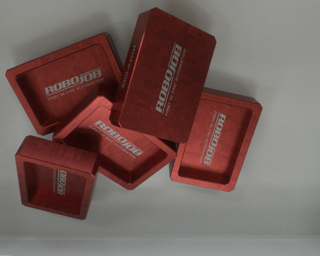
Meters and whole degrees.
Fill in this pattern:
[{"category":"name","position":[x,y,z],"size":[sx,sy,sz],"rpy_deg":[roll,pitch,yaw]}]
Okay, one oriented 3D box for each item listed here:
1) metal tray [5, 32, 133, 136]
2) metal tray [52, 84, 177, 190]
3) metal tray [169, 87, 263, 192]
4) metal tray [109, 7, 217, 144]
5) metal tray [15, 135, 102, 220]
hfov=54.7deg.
[{"category":"metal tray","position":[-0.108,-0.054,0.385],"size":[0.131,0.030,0.090],"rpy_deg":[-19,109,6]},{"category":"metal tray","position":[-0.053,0.017,0.389],"size":[0.090,0.030,0.130],"rpy_deg":[-40,121,20]},{"category":"metal tray","position":[0.070,0.016,0.414],"size":[0.091,0.030,0.129],"rpy_deg":[12,110,-5]},{"category":"metal tray","position":[0.005,-0.055,0.350],"size":[0.091,0.030,0.129],"rpy_deg":[16,91,-30]},{"category":"metal tray","position":[-0.131,0.070,0.400],"size":[0.091,0.030,0.129],"rpy_deg":[16,138,-6]}]
